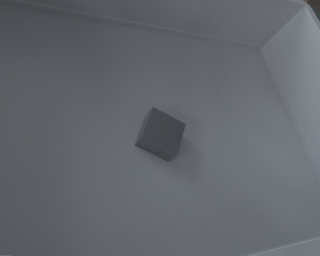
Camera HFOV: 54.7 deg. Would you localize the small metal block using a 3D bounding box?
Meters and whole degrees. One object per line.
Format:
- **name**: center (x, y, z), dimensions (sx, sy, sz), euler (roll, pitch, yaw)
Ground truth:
- **small metal block**: center (0.001, 0.008, 0.403), dimensions (0.050, 0.025, 0.050), euler (27, 52, -12)
